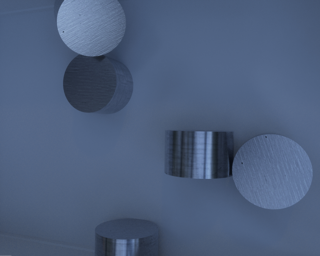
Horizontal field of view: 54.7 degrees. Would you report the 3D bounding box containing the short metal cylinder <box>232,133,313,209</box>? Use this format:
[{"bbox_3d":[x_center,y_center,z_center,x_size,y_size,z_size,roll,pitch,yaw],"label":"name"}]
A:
[{"bbox_3d":[0.126,0.046,0.352,0.080,0.050,0.080,0,90,18],"label":"short metal cylinder"}]

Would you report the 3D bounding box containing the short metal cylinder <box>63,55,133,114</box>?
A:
[{"bbox_3d":[-0.084,-0.060,0.427,0.080,0.050,0.080,0,90,20],"label":"short metal cylinder"}]

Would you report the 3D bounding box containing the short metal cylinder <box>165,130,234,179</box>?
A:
[{"bbox_3d":[0.046,0.028,0.365,0.080,0.080,0.050,1,91,20],"label":"short metal cylinder"}]

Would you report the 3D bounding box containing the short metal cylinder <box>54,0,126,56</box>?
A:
[{"bbox_3d":[-0.088,-0.136,0.385,0.080,0.080,0.050,-48,38,14],"label":"short metal cylinder"}]

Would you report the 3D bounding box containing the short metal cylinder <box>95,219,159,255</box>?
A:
[{"bbox_3d":[-0.042,0.153,0.396,0.080,0.080,0.050,1,91,20],"label":"short metal cylinder"}]
